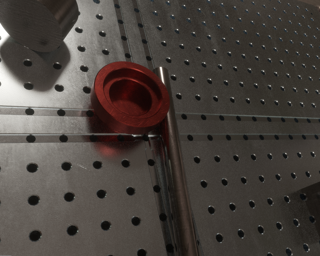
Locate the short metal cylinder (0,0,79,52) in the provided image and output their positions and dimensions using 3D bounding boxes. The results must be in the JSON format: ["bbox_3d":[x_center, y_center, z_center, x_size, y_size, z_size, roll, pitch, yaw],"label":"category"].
[{"bbox_3d":[-0.148,-0.141,0.380,0.080,0.080,0.050,26,53,-13],"label":"short metal cylinder"}]

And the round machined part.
[{"bbox_3d":[-0.040,-0.034,0.397,0.099,0.042,0.098,13,56,-20],"label":"round machined part"}]

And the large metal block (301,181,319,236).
[{"bbox_3d":[0.275,0.122,0.469,0.081,0.050,0.080,3,61,-27],"label":"large metal block"}]

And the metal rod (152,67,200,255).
[{"bbox_3d":[0.018,0.048,0.389,0.025,0.025,0.299,7,59,-25],"label":"metal rod"}]
